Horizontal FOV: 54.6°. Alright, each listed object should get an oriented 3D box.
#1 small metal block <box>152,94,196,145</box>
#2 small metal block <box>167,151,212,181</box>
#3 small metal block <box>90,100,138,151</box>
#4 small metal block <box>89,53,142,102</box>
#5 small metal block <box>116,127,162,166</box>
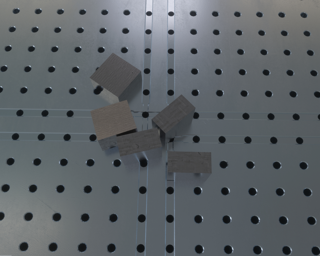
[{"bbox_3d":[0.017,-0.009,0.402,0.050,0.050,0.025,-40,75,-13],"label":"small metal block"},{"bbox_3d":[0.034,0.048,0.381,0.050,0.050,0.025,1,70,0],"label":"small metal block"},{"bbox_3d":[-0.059,-0.004,0.406,0.050,0.025,0.050,-18,55,-7],"label":"small metal block"},{"bbox_3d":[-0.061,-0.069,0.437,0.050,0.025,0.050,35,74,12],"label":"small metal block"},{"bbox_3d":[-0.025,0.024,0.389,0.050,0.050,0.025,-13,71,-5],"label":"small metal block"}]
